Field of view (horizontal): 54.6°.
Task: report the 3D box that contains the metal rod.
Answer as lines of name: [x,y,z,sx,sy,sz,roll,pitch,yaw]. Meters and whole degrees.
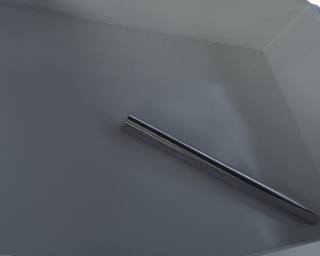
metal rod: [0.088,0.060,0.415,0.301,0.025,0.025,27,52,-11]
